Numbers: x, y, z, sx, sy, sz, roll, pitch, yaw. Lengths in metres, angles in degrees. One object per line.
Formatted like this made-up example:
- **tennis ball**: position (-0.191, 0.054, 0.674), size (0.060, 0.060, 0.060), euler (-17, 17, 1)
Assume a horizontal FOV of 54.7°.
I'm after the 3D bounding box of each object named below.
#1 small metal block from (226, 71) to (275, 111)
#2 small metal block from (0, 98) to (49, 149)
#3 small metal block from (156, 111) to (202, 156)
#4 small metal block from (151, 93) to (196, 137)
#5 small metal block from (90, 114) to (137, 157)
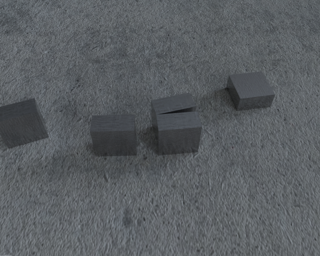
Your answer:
- **small metal block**: position (0.130, -0.054, 0.449), size (0.050, 0.025, 0.050), euler (-7, 50, -6)
- **small metal block**: position (-0.174, -0.005, 0.390), size (0.050, 0.050, 0.025), euler (-17, 52, -14)
- **small metal block**: position (0.022, 0.007, 0.381), size (0.050, 0.050, 0.025), euler (-5, 51, -4)
- **small metal block**: position (0.017, -0.014, 0.399), size (0.050, 0.050, 0.025), euler (-13, 51, -10)
- **small metal block**: position (-0.055, 0.010, 0.378), size (0.050, 0.050, 0.025), euler (-2, 50, -1)
